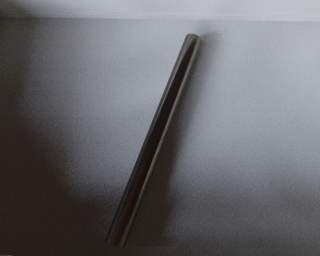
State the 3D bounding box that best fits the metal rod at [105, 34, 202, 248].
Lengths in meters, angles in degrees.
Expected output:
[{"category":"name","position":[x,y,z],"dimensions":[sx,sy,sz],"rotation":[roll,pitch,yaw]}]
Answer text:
[{"category":"metal rod","position":[-0.001,0.002,0.406],"dimensions":[0.025,0.025,0.300],"rotation":[19,71,7]}]
